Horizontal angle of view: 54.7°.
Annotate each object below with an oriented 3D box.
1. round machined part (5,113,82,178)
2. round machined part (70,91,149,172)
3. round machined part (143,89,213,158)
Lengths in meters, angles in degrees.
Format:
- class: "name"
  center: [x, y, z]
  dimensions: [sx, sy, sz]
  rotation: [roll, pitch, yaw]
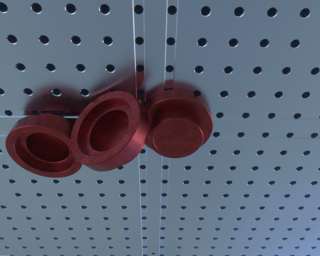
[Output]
- class: "round machined part"
  center: [-0.146, 0.019, 0.412]
  dimensions: [0.099, 0.042, 0.097]
  rotation: [2, 132, 3]
- class: "round machined part"
  center: [-0.056, 0.007, 0.372]
  dimensions: [0.098, 0.098, 0.042]
  rotation: [-23, 141, 18]
- class: "round machined part"
  center: [0.020, 0.002, 0.402]
  dimensions: [0.099, 0.042, 0.097]
  rotation: [-1, 130, 0]
